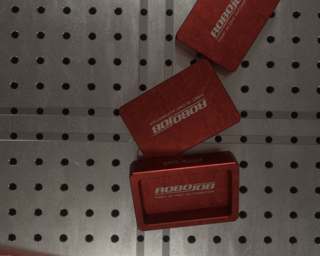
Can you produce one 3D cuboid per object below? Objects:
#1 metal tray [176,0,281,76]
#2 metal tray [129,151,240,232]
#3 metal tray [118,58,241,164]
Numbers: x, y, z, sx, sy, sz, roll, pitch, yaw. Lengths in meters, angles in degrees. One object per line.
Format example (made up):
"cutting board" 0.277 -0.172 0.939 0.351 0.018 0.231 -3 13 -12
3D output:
"metal tray" 0.091 -0.147 0.412 0.090 0.030 0.130 32 90 -1
"metal tray" 0.032 0.081 0.394 0.131 0.030 0.089 -6 115 -1
"metal tray" 0.025 -0.018 0.401 0.130 0.030 0.090 -30 91 9
